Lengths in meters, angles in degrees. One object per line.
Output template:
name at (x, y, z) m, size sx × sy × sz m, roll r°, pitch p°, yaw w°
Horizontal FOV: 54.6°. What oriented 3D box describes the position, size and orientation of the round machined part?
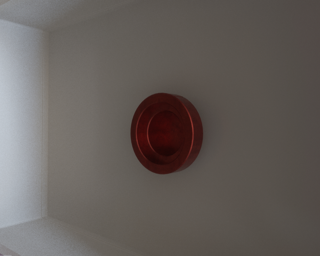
round machined part at (0.013, 0.006, 0.386) m, size 0.098 × 0.042 × 0.097 m, roll 0°, pitch 90°, yaw 40°
